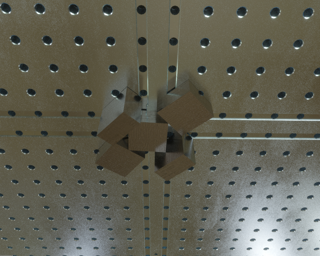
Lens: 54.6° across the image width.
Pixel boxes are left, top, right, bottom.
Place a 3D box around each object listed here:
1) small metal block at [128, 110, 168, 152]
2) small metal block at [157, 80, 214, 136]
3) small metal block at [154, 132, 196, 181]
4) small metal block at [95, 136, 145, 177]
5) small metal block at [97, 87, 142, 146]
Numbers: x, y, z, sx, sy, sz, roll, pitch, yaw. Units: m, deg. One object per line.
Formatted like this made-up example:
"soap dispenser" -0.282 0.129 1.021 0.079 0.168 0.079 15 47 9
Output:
"small metal block" -0.016 0.004 0.414 0.050 0.025 0.050 3 129 -2
"small metal block" 0.032 -0.024 0.391 0.050 0.025 0.050 -32 123 25
"small metal block" 0.020 0.037 0.426 0.050 0.050 0.025 -35 122 25
"small metal block" -0.056 0.038 0.443 0.050 0.025 0.050 30 123 -24
"small metal block" -0.049 -0.014 0.382 0.025 0.050 0.050 36 122 -27
